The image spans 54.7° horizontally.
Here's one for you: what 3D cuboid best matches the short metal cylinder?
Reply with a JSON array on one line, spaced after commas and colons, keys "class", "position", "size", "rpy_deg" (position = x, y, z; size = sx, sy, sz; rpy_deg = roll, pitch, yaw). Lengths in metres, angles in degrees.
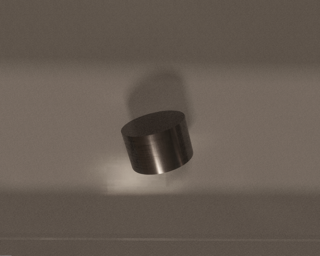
[{"class": "short metal cylinder", "position": [-0.003, 0.016, 0.388], "size": [0.080, 0.080, 0.050], "rpy_deg": [-13, 110, 4]}]
